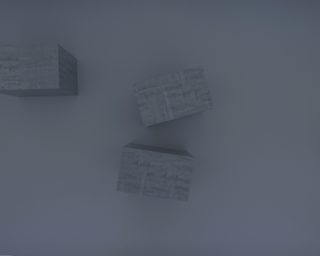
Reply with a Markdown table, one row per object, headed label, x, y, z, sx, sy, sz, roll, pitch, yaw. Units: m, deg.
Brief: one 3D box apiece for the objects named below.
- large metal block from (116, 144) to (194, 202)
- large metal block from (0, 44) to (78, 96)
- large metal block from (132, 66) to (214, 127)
| label | x | y | z | sx | sy | sz | roll | pitch | yaw |
| --- | --- | --- | --- | --- | --- | --- | --- | --- | --- |
| large metal block | -0.005 | 0.051 | 0.384 | 0.081 | 0.080 | 0.050 | 9 | 90 | -1 |
| large metal block | -0.153 | -0.068 | 0.382 | 0.081 | 0.080 | 0.050 | -2 | 90 | -1 |
| large metal block | 0.014 | -0.035 | 0.384 | 0.080 | 0.080 | 0.050 | -15 | 90 | 0 |
